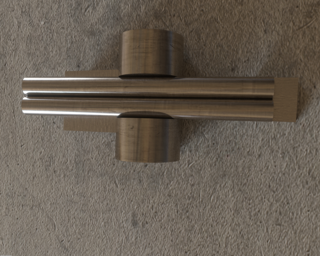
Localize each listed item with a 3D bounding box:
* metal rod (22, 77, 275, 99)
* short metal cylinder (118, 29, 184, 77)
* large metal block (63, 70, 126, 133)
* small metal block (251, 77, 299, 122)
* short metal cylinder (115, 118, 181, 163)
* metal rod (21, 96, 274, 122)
[{"bbox_3d":[-0.023,-0.049,0.371,0.301,0.025,0.025,2,91,12],"label":"metal rod"},{"bbox_3d":[-0.011,-0.086,0.385,0.080,0.080,0.050,2,91,20],"label":"short metal cylinder"},{"bbox_3d":[-0.082,-0.035,0.426,0.080,0.050,0.080,2,91,20],"label":"large metal block"},{"bbox_3d":[0.133,-0.033,0.363,0.050,0.025,0.050,3,91,20],"label":"small metal block"},{"bbox_3d":[-0.015,0.013,0.386,0.080,0.080,0.050,2,91,20],"label":"short metal cylinder"},{"bbox_3d":[-0.024,-0.024,0.371,0.301,0.025,0.025,2,91,12],"label":"metal rod"}]
